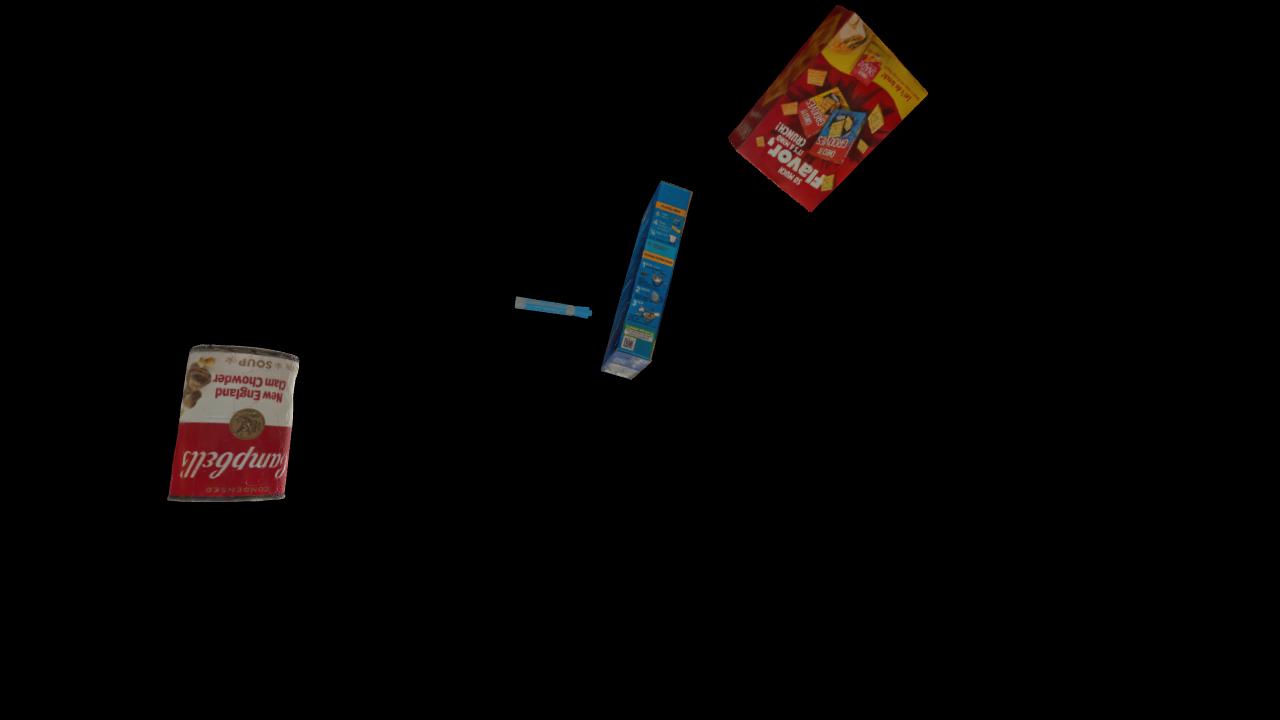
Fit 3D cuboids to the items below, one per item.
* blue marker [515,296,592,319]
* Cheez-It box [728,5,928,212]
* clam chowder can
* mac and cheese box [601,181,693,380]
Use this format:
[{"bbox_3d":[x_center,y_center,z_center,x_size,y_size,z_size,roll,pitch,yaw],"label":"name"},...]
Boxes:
[{"bbox_3d":[-0.135,-0.082,0.968,0.121,0.020,0.020,7,-2,-15],"label":"blue marker"},{"bbox_3d":[0.262,-0.347,0.876,0.166,0.223,0.071,29,29,-26],"label":"Cheez-It box"},{"bbox_3d":[-0.279,0.045,0.427,0.068,0.102,0.068,1,-10,0],"label":"clam chowder can"},{"bbox_3d":[0.006,-0.078,0.627,0.041,0.184,0.093,17,-16,-7],"label":"mac and cheese box"}]
